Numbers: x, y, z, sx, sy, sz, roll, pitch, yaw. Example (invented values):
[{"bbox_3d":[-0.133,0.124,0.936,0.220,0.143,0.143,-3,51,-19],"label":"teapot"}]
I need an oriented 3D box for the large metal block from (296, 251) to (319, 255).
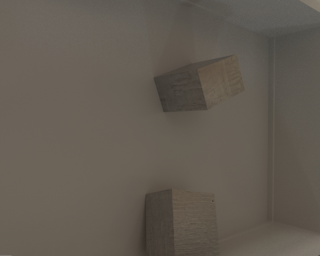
[{"bbox_3d":[0.336,0.310,0.651,0.050,0.080,0.080,-39,118,-63],"label":"large metal block"}]

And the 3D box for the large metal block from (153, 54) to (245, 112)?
[{"bbox_3d":[0.053,-0.059,0.417,0.081,0.080,0.050,-27,108,-37],"label":"large metal block"}]

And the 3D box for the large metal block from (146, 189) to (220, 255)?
[{"bbox_3d":[0.029,0.126,0.403,0.081,0.050,0.080,16,63,-39],"label":"large metal block"}]
